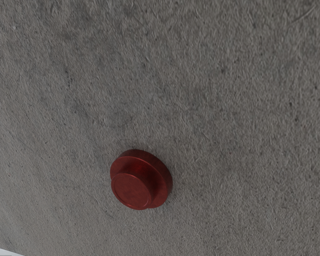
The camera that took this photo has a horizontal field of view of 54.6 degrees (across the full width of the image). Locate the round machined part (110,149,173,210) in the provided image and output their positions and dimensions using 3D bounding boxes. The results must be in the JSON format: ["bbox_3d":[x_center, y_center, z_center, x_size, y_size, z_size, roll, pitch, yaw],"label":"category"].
[{"bbox_3d":[-0.034,0.084,0.466,0.098,0.042,0.097,13,124,21],"label":"round machined part"}]
